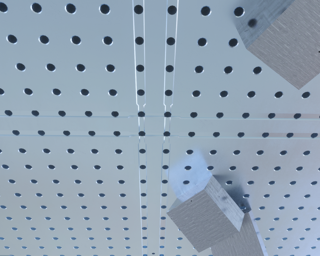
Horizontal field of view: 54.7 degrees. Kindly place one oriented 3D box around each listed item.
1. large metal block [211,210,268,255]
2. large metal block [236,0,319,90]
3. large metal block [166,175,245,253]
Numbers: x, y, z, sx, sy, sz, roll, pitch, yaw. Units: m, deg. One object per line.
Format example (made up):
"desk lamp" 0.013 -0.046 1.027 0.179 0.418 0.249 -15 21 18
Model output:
"large metal block" 0.131 0.194 0.533 0.080 0.080 0.050 -22 163 17
"large metal block" 0.140 -0.099 0.313 0.080 0.050 0.080 29 124 -23
"large metal block" 0.072 0.135 0.489 0.080 0.050 0.080 -40 88 28
